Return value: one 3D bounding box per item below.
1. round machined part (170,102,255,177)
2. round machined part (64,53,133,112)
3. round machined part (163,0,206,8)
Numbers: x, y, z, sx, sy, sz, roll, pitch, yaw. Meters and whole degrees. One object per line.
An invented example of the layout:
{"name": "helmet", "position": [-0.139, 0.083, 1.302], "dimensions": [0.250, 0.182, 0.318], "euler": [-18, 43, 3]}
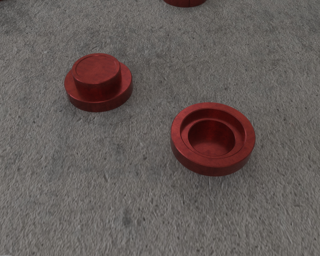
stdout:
{"name": "round machined part", "position": [0.062, 0.018, 0.378], "dimensions": [0.099, 0.042, 0.098], "euler": [0, 50, 0]}
{"name": "round machined part", "position": [-0.090, -0.072, 0.452], "dimensions": [0.099, 0.042, 0.098], "euler": [0, 50, 0]}
{"name": "round machined part", "position": [0.051, -0.293, 0.638], "dimensions": [0.099, 0.042, 0.098], "euler": [0, 50, 0]}
